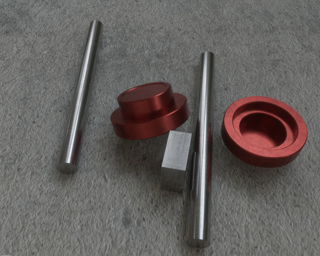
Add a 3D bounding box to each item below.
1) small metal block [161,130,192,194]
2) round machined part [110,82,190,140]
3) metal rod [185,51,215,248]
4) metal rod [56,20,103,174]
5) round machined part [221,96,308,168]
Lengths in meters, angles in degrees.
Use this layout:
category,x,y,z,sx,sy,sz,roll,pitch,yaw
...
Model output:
category,x,y,z,sx,sy,sz,roll,pitch,yaw
small metal block,0.019,0.039,0.354,0.025,0.050,0.050,9,51,7
round machined part,-0.015,-0.027,0.388,0.098,0.042,0.098,-12,23,6
metal rod,0.057,0.001,0.402,0.025,0.025,0.300,6,50,5
metal rod,-0.111,-0.067,0.458,0.025,0.025,0.300,-1,50,-1
round machined part,0.125,0.009,0.386,0.099,0.042,0.098,0,50,0
